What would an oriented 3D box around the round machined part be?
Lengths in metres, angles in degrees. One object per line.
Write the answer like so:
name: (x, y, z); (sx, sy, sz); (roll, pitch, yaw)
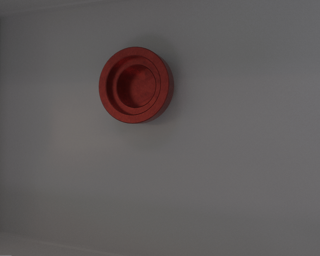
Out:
round machined part: (-0.028, -0.054, 0.412); (0.098, 0.042, 0.097); (0, 90, 20)
